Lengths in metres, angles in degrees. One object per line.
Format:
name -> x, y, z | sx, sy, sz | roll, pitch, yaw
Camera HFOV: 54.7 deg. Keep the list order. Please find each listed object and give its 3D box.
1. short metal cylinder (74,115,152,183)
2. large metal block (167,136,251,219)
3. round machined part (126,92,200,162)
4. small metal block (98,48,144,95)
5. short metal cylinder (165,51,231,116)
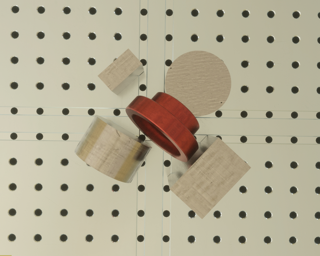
short metal cylinder -> -0.057, 0.026, 0.385 | 0.080, 0.080, 0.050 | 31, 90, -1
large metal block -> 0.056, 0.056, 0.387 | 0.050, 0.080, 0.080 | 43, 90, -1
round machined part -> 0.009, -0.006, 0.377 | 0.098, 0.098, 0.042 | 41, 78, -1
small metal block -> -0.049, -0.071, 0.400 | 0.050, 0.050, 0.025 | -42, 90, 0
short metal cylinder -> 0.046, -0.054, 0.401 | 0.081, 0.050, 0.079 | 0, 90, -1
